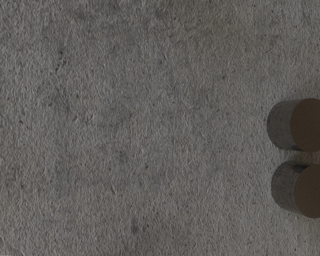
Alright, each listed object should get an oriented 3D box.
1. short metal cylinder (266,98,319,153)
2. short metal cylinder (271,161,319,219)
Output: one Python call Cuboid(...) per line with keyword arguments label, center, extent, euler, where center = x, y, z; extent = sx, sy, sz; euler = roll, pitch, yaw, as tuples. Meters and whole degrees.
Cuboid(label="short metal cylinder", center=(0.213, -0.004, 0.474), extent=(0.081, 0.050, 0.080), euler=(0, 90, -20))
Cuboid(label="short metal cylinder", center=(0.221, 0.092, 0.477), extent=(0.081, 0.050, 0.080), euler=(0, 90, -20))
